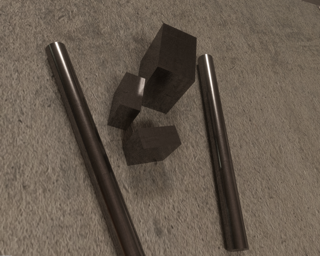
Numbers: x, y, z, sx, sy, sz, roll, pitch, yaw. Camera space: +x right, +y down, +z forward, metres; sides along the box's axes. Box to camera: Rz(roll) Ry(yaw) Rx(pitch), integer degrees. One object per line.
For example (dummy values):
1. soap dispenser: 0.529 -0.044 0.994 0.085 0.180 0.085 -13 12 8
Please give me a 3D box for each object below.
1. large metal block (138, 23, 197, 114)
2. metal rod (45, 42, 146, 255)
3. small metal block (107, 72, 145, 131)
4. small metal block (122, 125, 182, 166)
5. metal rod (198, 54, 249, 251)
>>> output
1. large metal block: 0.007 -0.079 0.422 0.050 0.080 0.080 19 54 -18
2. metal rod: -0.074 0.028 0.347 0.025 0.025 0.299 -12 68 -33
3. small metal block: -0.042 -0.032 0.386 0.025 0.050 0.050 18 55 -18
4. small metal block: -0.011 0.021 0.370 0.050 0.050 0.025 -5 65 -31
5. metal rod: 0.084 0.015 0.441 0.025 0.025 0.299 10 57 -23
